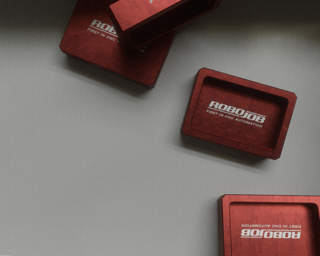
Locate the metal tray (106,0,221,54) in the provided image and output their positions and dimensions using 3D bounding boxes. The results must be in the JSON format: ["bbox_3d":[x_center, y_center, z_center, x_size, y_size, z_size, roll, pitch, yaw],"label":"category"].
[{"bbox_3d":[0.010,-0.135,0.348,0.130,0.090,0.030,-28,90,-1],"label":"metal tray"}]

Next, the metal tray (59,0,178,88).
[{"bbox_3d":[-0.053,-0.117,0.408,0.131,0.030,0.090,22,90,0],"label":"metal tray"}]

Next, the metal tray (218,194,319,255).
[{"bbox_3d":[0.143,0.132,0.397,0.131,0.030,0.090,1,74,0],"label":"metal tray"}]

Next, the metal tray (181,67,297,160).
[{"bbox_3d":[0.101,-0.018,0.409,0.131,0.030,0.090,16,90,0],"label":"metal tray"}]
